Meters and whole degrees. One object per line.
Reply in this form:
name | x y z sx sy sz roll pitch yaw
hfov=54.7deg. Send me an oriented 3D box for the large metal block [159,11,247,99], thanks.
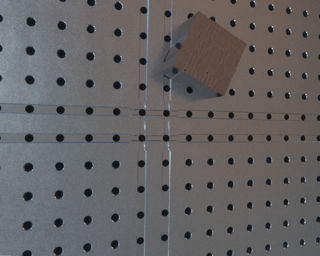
large metal block | 0.058 -0.095 0.422 0.080 0.050 0.080 28 81 -18
